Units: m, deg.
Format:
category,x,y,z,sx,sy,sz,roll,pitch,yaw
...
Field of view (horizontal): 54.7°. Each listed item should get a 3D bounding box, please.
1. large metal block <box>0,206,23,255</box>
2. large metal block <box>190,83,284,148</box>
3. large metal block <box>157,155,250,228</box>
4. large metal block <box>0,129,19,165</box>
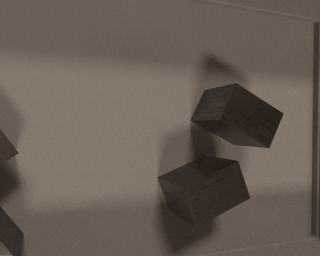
category,x,y,z,sx,sy,sz,roll,pitch,yaw
large metal block,-0.188,0.107,0.312,0.050,0.080,0.080,-37,102,-16
large metal block,0.101,-0.015,0.420,0.080,0.080,0.050,28,81,-18
large metal block,0.054,0.077,0.403,0.081,0.080,0.050,-22,98,-19
large metal block,-0.206,0.017,0.314,0.080,0.050,0.080,-38,103,-27
